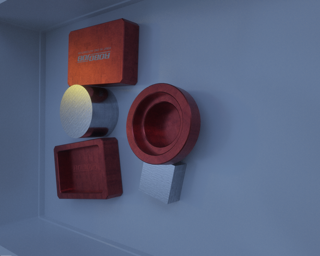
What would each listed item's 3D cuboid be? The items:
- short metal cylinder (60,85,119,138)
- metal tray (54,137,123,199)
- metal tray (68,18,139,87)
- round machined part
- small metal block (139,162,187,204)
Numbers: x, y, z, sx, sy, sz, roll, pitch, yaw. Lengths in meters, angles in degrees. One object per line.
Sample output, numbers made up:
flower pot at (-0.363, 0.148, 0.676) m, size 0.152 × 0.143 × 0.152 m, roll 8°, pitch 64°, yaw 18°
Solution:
short metal cylinder at (-0.110, -0.025, 0.478) m, size 0.080 × 0.050 × 0.079 m, roll 0°, pitch 90°, yaw 39°
metal tray at (-0.119, 0.067, 0.498) m, size 0.130 × 0.030 × 0.089 m, roll -10°, pitch 84°, yaw 39°
metal tray at (-0.091, -0.109, 0.476) m, size 0.130 × 0.030 × 0.089 m, roll 3°, pitch 92°, yaw 39°
round machined part at (0.008, -0.003, 0.383) m, size 0.098 × 0.042 × 0.097 m, roll -6°, pitch 80°, yaw 37°
small metal block at (0.003, 0.064, 0.403) m, size 0.050 × 0.025 × 0.050 m, roll 17°, pitch 101°, yaw 38°
